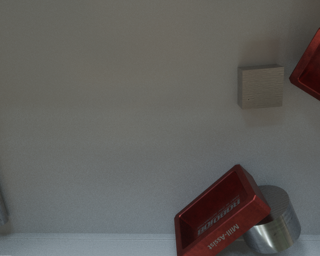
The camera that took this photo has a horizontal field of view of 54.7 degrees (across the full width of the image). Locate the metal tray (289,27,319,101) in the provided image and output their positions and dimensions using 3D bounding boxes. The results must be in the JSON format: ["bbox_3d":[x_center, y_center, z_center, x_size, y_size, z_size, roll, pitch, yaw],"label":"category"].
[{"bbox_3d":[0.218,-0.052,0.333,0.130,0.090,0.030,39,67,19],"label":"metal tray"}]

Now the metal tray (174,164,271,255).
[{"bbox_3d":[0.077,0.118,0.421,0.030,0.090,0.130,43,104,-14],"label":"metal tray"}]

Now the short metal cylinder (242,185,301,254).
[{"bbox_3d":[0.146,0.125,0.430,0.080,0.080,0.050,-25,108,8],"label":"short metal cylinder"}]

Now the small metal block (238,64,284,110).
[{"bbox_3d":[0.127,-0.053,0.394,0.050,0.025,0.050,-5,110,1],"label":"small metal block"}]

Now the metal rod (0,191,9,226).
[{"bbox_3d":[-0.251,0.000,0.407,0.025,0.025,0.298,-5,110,1],"label":"metal rod"}]
